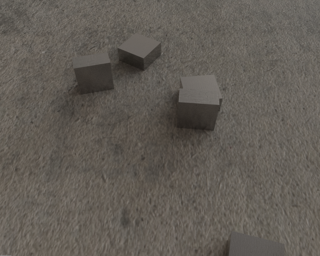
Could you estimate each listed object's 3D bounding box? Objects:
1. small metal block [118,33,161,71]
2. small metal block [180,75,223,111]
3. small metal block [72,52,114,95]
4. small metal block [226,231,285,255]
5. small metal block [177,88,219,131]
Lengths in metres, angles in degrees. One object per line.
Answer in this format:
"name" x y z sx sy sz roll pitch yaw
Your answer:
"small metal block" -0.033 -0.126 0.509 0.050 0.025 0.050 26 54 20
"small metal block" 0.057 -0.049 0.445 0.050 0.025 0.050 -5 50 -5
"small metal block" -0.097 -0.079 0.452 0.050 0.050 0.025 -12 51 -10
"small metal block" 0.088 0.132 0.293 0.050 0.025 0.050 12 51 9
"small metal block" 0.049 -0.024 0.408 0.050 0.050 0.025 4 50 3
